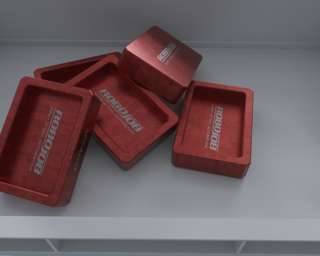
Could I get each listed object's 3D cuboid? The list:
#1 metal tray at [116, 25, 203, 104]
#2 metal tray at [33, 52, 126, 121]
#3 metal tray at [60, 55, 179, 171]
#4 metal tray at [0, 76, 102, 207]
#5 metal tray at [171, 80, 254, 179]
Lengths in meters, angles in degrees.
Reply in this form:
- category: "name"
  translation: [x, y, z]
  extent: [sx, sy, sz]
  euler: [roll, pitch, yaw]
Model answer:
- category: "metal tray"
  translation: [0.005, -0.093, 0.434]
  extent: [0.090, 0.030, 0.130]
  euler: [33, 34, -3]
- category: "metal tray"
  translation: [-0.107, -0.061, 0.449]
  extent: [0.131, 0.030, 0.090]
  euler: [-16, 52, -14]
- category: "metal tray"
  translation: [-0.052, -0.023, 0.390]
  extent: [0.090, 0.030, 0.130]
  euler: [-40, 75, -21]
- category: "metal tray"
  translation: [-0.130, 0.014, 0.349]
  extent: [0.090, 0.030, 0.129]
  euler: [13, 79, 10]
- category: "metal tray"
  translation: [0.071, -0.004, 0.403]
  extent: [0.090, 0.030, 0.130]
  euler: [10, 51, 7]
